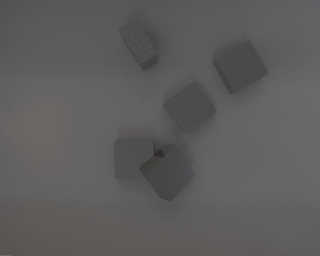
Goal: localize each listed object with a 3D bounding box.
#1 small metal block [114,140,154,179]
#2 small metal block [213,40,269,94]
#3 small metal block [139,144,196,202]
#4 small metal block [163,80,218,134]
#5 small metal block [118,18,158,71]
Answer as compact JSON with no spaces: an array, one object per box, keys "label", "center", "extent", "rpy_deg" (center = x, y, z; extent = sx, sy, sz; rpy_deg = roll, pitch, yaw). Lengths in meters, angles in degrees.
[{"label":"small metal block","center":[-0.033,0.041,0.411],"extent":[0.050,0.025,0.050],"rpy_deg":[-1,90,0]},{"label":"small metal block","center":[0.106,-0.080,0.412],"extent":[0.050,0.025,0.050],"rpy_deg":[-29,90,0]},{"label":"small metal block","center":[0.010,0.056,0.395],"extent":[0.050,0.025,0.050],"rpy_deg":[-42,110,-24]},{"label":"small metal block","center":[0.039,-0.027,0.411],"extent":[0.050,0.025,0.050],"rpy_deg":[-36,90,0]},{"label":"small metal block","center":[-0.026,-0.105,0.398],"extent":[0.025,0.050,0.050],"rpy_deg":[-33,90,0]}]
